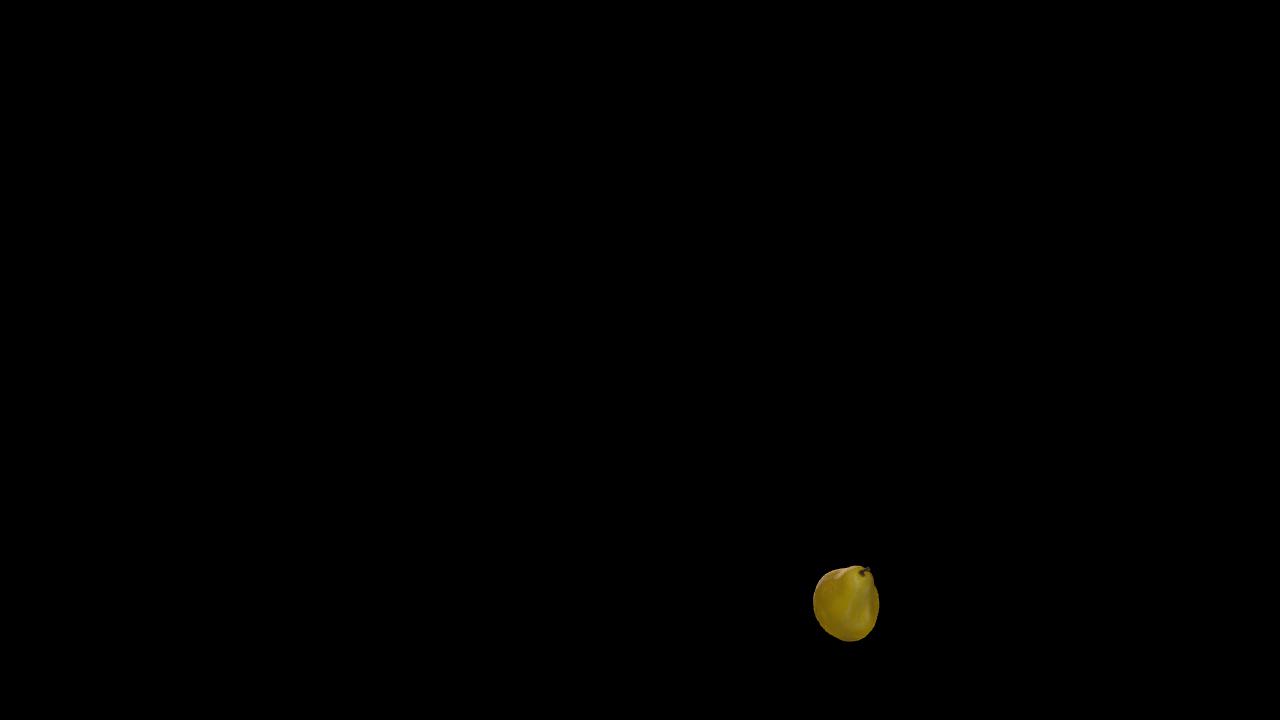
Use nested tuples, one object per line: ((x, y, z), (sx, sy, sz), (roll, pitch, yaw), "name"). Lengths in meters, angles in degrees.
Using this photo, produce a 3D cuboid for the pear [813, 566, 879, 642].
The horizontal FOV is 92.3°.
((0.242, 0.264, 0.707), (0.080, 0.111, 0.080), (6, 27, -3), "pear")
